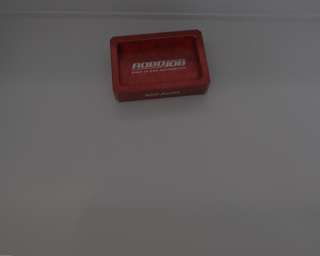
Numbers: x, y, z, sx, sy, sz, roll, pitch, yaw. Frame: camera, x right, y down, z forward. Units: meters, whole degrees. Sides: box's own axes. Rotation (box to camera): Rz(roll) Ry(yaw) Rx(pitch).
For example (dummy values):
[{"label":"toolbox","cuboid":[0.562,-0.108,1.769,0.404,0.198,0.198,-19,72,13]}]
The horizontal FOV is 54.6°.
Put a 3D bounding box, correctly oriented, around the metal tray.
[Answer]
[{"label":"metal tray","cuboid":[-0.001,-0.089,0.439,0.131,0.030,0.090,-6,70,-2]}]
